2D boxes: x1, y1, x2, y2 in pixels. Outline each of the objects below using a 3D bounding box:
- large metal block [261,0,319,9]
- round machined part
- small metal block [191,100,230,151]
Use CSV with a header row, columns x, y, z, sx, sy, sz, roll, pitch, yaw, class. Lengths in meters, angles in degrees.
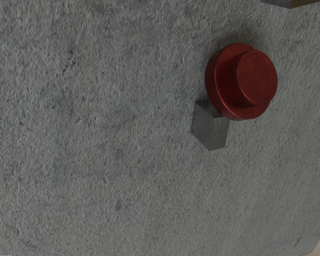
x,y,z,sx,sy,sz,roll,pitch,yaw,class
0.171,-0.194,0.364,0.081,0.050,0.079,-19,126,-17,large metal block
0.108,-0.059,0.388,0.099,0.042,0.097,3,83,-29,round machined part
0.068,-0.005,0.425,0.025,0.050,0.050,-11,123,-23,small metal block
